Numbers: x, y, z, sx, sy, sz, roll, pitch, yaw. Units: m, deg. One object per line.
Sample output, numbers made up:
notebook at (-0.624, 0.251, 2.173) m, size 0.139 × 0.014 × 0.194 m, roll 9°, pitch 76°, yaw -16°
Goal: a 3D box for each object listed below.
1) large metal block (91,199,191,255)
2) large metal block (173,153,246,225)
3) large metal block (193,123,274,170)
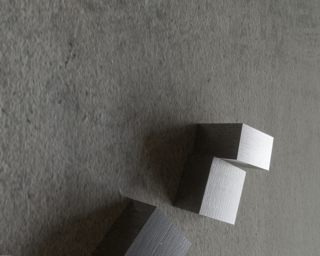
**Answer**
large metal block at (-0.020, 0.146, 0.374) m, size 0.080 × 0.050 × 0.080 m, roll -53°, pitch 121°, yaw -27°
large metal block at (0.074, 0.089, 0.454) m, size 0.080 × 0.050 × 0.080 m, roll 27°, pitch 73°, yaw -37°
large metal block at (0.109, 0.028, 0.463) m, size 0.080 × 0.080 × 0.050 m, roll 20°, pitch 78°, yaw -39°
